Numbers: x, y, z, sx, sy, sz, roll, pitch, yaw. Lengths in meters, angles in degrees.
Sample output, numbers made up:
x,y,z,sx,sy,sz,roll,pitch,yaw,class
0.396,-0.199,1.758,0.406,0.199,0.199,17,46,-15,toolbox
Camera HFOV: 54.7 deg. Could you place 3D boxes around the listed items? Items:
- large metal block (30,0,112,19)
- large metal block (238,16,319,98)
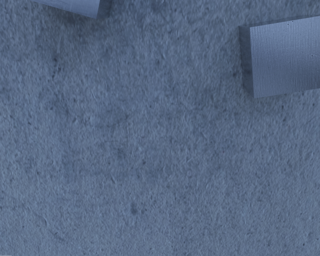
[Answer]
x,y,z,sx,sy,sz,roll,pitch,yaw,class
-0.094,-0.151,0.323,0.081,0.080,0.050,14,109,-6,large metal block
0.142,-0.086,0.367,0.080,0.050,0.079,-9,110,3,large metal block
